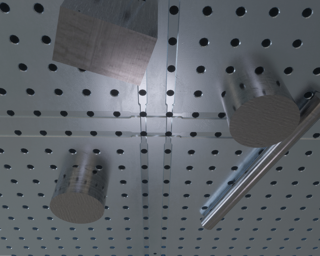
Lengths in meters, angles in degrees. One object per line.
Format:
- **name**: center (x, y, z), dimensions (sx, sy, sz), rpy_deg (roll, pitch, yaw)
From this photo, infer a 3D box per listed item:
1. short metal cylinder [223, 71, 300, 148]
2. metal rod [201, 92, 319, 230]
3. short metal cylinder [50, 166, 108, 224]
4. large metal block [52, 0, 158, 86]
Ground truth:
- **short metal cylinder**: center (0.121, -0.022, 0.378), dimensions (0.081, 0.050, 0.079), rpy_deg (0, 130, 0)
- **metal rod**: center (0.144, 0.068, 0.471), dimensions (0.025, 0.025, 0.298), rpy_deg (18, 128, -15)
- **short metal cylinder**: center (-0.124, 0.105, 0.484), dimensions (0.081, 0.050, 0.079), rpy_deg (0, 130, 0)
- **large metal block**: center (-0.048, -0.093, 0.296), dimensions (0.081, 0.080, 0.050), rpy_deg (15, 128, -13)
